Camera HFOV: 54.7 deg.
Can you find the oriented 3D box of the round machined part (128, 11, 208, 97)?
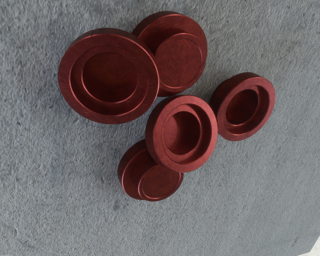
[{"bbox_3d":[0.013,-0.080,0.356,0.099,0.042,0.097,-14,125,-21],"label":"round machined part"}]

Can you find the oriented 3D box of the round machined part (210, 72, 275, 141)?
[{"bbox_3d":[0.111,-0.033,0.439,0.099,0.042,0.097,-14,125,-21],"label":"round machined part"}]

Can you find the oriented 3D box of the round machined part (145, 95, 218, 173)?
[{"bbox_3d":[0.024,0.006,0.402,0.099,0.042,0.097,-4,97,-31],"label":"round machined part"}]

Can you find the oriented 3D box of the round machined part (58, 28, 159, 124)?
[{"bbox_3d":[-0.051,-0.056,0.322,0.099,0.042,0.097,-2,123,-3],"label":"round machined part"}]

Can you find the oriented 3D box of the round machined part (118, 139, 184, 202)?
[{"bbox_3d":[-0.006,0.064,0.434,0.099,0.042,0.097,-14,125,-21],"label":"round machined part"}]
